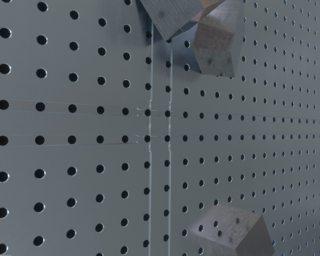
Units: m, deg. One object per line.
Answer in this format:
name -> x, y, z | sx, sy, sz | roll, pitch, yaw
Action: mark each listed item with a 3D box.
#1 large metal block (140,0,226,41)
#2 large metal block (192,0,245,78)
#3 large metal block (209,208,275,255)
large metal block -> 0.023, -0.167, 0.379 | 0.050, 0.080, 0.080 | -36, 97, -34
large metal block -> 0.087, -0.128, 0.442 | 0.080, 0.050, 0.080 | 43, 59, -67
large metal block -> 0.135, 0.192, 0.505 | 0.080, 0.050, 0.080 | -35, 112, -34
